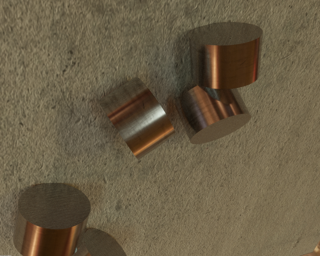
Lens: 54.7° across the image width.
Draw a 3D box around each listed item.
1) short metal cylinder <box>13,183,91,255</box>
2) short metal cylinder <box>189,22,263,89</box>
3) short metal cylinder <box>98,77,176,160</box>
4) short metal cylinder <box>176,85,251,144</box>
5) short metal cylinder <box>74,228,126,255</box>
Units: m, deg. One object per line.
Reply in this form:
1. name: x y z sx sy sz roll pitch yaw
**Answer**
1. short metal cylinder: -0.128 0.110 0.369 0.081 0.080 0.050 4 116 -30
2. short metal cylinder: 0.075 -0.086 0.359 0.081 0.080 0.050 -19 126 -17
3. short metal cylinder: -0.026 -0.011 0.350 0.050 0.080 0.080 -34 129 -6
4. short metal cylinder: 0.066 -0.019 0.391 0.080 0.050 0.080 -19 161 -7
5. short metal cylinder: -0.091 0.191 0.440 0.050 0.080 0.080 -48 129 6
